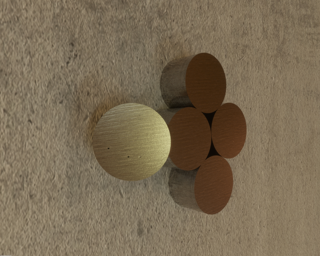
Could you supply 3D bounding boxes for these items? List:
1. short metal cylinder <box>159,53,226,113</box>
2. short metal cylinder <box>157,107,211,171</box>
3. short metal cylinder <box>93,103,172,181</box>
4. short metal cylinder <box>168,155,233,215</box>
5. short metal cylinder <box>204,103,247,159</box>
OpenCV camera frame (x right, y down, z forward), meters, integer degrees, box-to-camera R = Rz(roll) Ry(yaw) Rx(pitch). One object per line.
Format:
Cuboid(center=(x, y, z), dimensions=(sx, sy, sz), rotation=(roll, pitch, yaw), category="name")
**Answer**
Cuboid(center=(0.046, -0.060, 0.428), dimensions=(0.081, 0.050, 0.080), rotation=(0, 90, -40), category="short metal cylinder")
Cuboid(center=(0.022, 0.013, 0.408), dimensions=(0.081, 0.050, 0.080), rotation=(0, 90, -40), category="short metal cylinder")
Cuboid(center=(-0.027, 0.015, 0.340), dimensions=(0.080, 0.050, 0.080), rotation=(0, 89, 4), category="short metal cylinder")
Cuboid(center=(0.058, 0.077, 0.439), dimensions=(0.081, 0.050, 0.080), rotation=(0, 90, -40), category="short metal cylinder")
Cuboid(center=(0.084, 0.004, 0.460), dimensions=(0.081, 0.050, 0.080), rotation=(0, 90, -40), category="short metal cylinder")
